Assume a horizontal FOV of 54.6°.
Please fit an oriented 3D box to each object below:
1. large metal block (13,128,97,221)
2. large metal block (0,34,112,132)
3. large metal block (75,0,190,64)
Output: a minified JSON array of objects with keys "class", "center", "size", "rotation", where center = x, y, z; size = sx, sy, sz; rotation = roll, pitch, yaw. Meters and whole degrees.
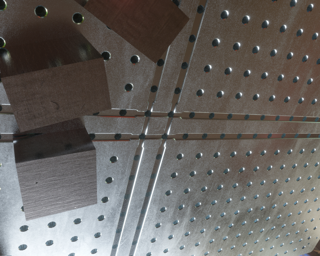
[{"class":"large metal block","center":[-0.120,0.052,0.361],"size":[0.081,0.050,0.079],"rotation":[-9,122,-24]},{"class":"large metal block","center":[-0.099,-0.047,0.292],"size":[0.081,0.080,0.050],"rotation":[-17,125,-19]},{"class":"large metal block","center":[-0.032,-0.114,0.287],"size":[0.080,0.080,0.050],"rotation":[31,101,-38]}]
